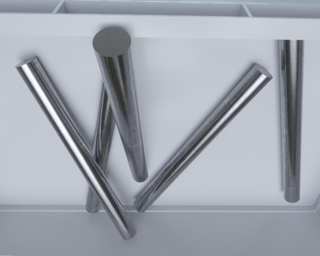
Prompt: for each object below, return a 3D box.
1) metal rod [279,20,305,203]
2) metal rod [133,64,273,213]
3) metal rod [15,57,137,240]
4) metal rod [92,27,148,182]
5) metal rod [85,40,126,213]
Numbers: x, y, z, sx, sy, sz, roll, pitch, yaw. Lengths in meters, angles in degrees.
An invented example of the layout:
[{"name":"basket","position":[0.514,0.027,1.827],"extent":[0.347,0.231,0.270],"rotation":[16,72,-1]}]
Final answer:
[{"name":"metal rod","position":[0.176,0.003,0.414],"extent":[0.025,0.025,0.299],"rotation":[-12,130,10]},{"name":"metal rod","position":[0.043,0.033,0.437],"extent":[0.025,0.025,0.298],"rotation":[24,126,-20]},{"name":"metal rod","position":[-0.099,0.047,0.418],"extent":[0.025,0.025,0.299],"rotation":[-16,120,12]},{"name":"metal rod","position":[-0.031,0.007,0.336],"extent":[0.025,0.025,0.299],"rotation":[-1,155,0]},{"name":"metal rod","position":[-0.079,0.022,0.426],"extent":[0.025,0.025,0.298],"rotation":[10,130,-9]}]
